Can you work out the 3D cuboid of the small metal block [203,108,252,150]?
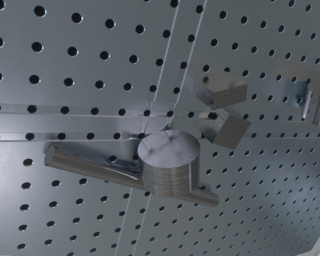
[{"bbox_3d":[0.102,0.001,0.468,0.050,0.025,0.050,17,109,-35],"label":"small metal block"}]

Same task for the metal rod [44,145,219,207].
[{"bbox_3d":[-0.018,0.079,0.450,0.302,0.025,0.025,23,106,-37],"label":"metal rod"}]

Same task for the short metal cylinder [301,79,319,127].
[{"bbox_3d":[0.278,-0.040,0.503,0.081,0.080,0.050,-15,125,-20],"label":"short metal cylinder"}]

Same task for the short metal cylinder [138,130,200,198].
[{"bbox_3d":[0.013,0.046,0.411,0.081,0.080,0.050,-17,126,-19],"label":"short metal cylinder"}]

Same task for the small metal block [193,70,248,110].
[{"bbox_3d":[0.078,-0.051,0.406,0.050,0.050,0.025,-16,125,-19],"label":"small metal block"}]
